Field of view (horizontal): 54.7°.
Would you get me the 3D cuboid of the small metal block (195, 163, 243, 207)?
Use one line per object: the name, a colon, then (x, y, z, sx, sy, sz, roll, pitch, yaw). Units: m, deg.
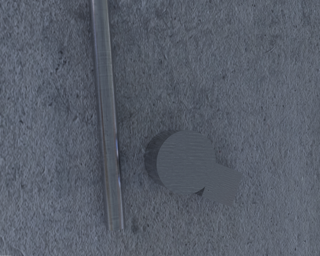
small metal block: (0.083, 0.078, 0.440, 0.050, 0.025, 0.050, 23, 82, -19)

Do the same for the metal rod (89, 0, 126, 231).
metal rod: (-0.066, -0.024, 0.384, 0.025, 0.025, 0.298, -5, 92, -20)

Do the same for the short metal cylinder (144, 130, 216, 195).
short metal cylinder: (0.025, 0.042, 0.405, 0.081, 0.050, 0.079, 0, 90, -20)
